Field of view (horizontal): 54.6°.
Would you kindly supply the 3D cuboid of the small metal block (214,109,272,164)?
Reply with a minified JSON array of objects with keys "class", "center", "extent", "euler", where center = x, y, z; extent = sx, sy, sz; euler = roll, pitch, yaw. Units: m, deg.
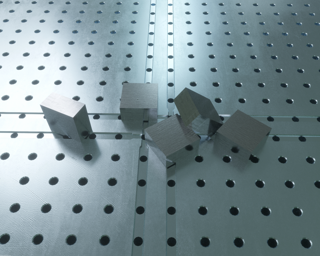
[{"class":"small metal block","center":[0.106,0.010,0.400],"extent":[0.050,0.025,0.050],"euler":[34,58,25]}]

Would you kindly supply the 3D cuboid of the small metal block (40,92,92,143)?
[{"class":"small metal block","center":[-0.121,-0.014,0.402],"extent":[0.050,0.050,0.025],"euler":[20,53,16]}]

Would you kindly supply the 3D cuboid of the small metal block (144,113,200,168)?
[{"class":"small metal block","center":[0.015,0.015,0.395],"extent":[0.050,0.025,0.050],"euler":[-26,55,-20]}]

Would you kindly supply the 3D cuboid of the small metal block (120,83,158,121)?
[{"class":"small metal block","center":[-0.028,-0.038,0.439],"extent":[0.050,0.025,0.050],"euler":[1,50,1]}]

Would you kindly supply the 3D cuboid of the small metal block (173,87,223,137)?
[{"class":"small metal block","center":[0.051,-0.020,0.408],"extent":[0.050,0.025,0.050],"euler":[19,37,-40]}]
